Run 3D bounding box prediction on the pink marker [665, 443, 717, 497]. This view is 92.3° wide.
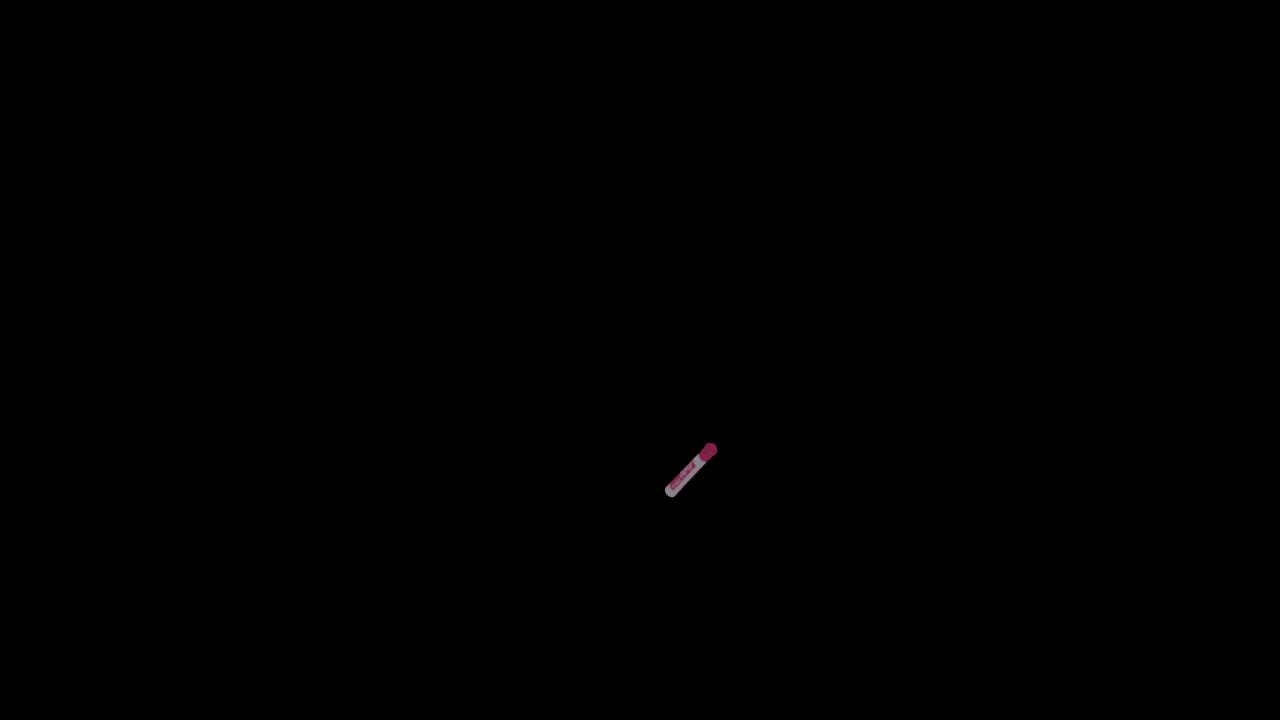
[{"bbox_3d":[0.074,0.159,0.891,0.020,0.020,0.121,0,-41,-40],"label":"pink marker"}]
